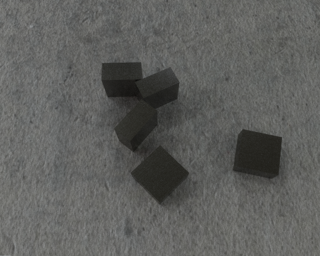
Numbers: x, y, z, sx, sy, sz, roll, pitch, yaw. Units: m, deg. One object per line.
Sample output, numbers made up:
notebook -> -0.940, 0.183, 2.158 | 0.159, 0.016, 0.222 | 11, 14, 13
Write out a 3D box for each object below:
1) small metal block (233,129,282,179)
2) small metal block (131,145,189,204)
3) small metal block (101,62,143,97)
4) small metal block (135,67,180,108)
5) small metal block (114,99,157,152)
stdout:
small metal block -> 0.125, 0.034, 0.397 | 0.050, 0.025, 0.050 | 12, 70, 4
small metal block -> 0.000, 0.059, 0.387 | 0.050, 0.025, 0.050 | -43, 76, -14
small metal block -> -0.049, -0.064, 0.418 | 0.050, 0.050, 0.025 | -2, 70, -1
small metal block -> -0.004, -0.049, 0.413 | 0.050, 0.050, 0.025 | -25, 72, -9
small metal block -> -0.029, -0.002, 0.395 | 0.025, 0.050, 0.050 | 37, 74, 12
